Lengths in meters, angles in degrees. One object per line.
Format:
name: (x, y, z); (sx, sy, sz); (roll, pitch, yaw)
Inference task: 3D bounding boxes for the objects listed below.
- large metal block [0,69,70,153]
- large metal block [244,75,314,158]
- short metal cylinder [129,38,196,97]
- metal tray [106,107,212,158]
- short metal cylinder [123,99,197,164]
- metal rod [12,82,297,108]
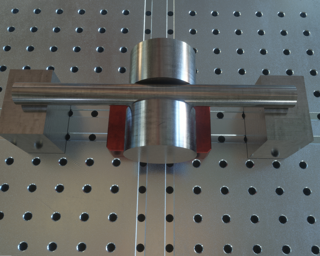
large metal block: (-0.151, -0.018, 0.387); (0.050, 0.080, 0.080); (1, 70, 0)
large metal block: (0.142, -0.011, 0.386); (0.050, 0.080, 0.080); (1, 70, 0)
short metal cylinder: (0.003, -0.064, 0.374); (0.080, 0.080, 0.050); (1, 70, 0)
metal tray: (0.000, -0.008, 0.412); (0.131, 0.030, 0.090); (1, 70, 0)
short metal cylinder: (0.001, 0.007, 0.348); (0.080, 0.080, 0.050); (1, 70, 0)
metal rod: (-0.006, -0.036, 0.339); (0.302, 0.025, 0.025); (1, 70, 0)
